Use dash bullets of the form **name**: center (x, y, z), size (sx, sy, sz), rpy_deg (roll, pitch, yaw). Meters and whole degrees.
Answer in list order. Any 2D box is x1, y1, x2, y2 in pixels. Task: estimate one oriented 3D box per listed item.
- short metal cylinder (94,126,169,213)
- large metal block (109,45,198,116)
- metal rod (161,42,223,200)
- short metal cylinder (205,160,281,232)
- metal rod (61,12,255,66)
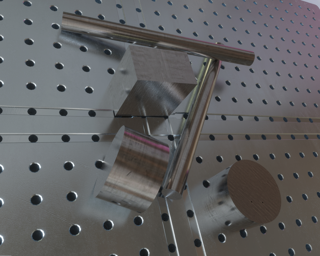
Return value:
- **short metal cylinder**: center (-0.031, 0.043, 0.330), size (0.050, 0.080, 0.080), rpy_deg (24, 53, -14)
- **large metal block**: center (-0.012, -0.057, 0.401), size (0.081, 0.080, 0.050), rpy_deg (-1, 62, -29)
- **metal rod**: center (0.059, -0.031, 0.458), size (0.025, 0.025, 0.300), rpy_deg (30, 52, -10)
- **short metal cylinder**: center (0.105, 0.087, 0.395), size (0.081, 0.050, 0.080), rpy_deg (14, 56, -21)
- **metal rod**: center (0.009, -0.132, 0.472), size (0.302, 0.025, 0.025), rpy_deg (6, 59, -18)
